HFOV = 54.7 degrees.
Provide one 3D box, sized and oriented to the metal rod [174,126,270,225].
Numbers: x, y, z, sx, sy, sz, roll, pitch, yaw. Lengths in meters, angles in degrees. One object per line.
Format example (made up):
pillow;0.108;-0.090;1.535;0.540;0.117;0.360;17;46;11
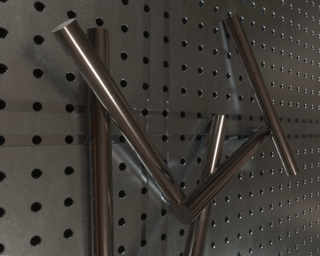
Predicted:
metal rod;0.111;0.052;0.461;0.302;0.025;0.025;-27;108;-51

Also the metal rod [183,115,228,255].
metal rod;0.058;0.114;0.428;0.025;0.025;0.300;36;58;-35

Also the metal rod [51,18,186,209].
metal rod;-0.025;0.014;0.365;0.025;0.025;0.299;-50;127;-28

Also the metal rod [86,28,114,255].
metal rod;-0.067;0.039;0.354;0.025;0.025;0.298;-2;92;-40

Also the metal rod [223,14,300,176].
metal rod;0.180;-0.050;0.538;0.025;0.025;0.299;-34;104;-35
